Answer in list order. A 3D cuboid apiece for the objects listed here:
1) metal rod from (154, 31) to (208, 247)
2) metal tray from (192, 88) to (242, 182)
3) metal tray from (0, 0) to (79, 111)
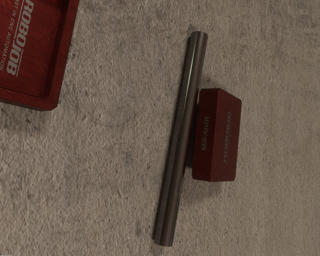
[{"bbox_3d":[0.031,0.009,0.433,0.025,0.025,0.299,18,79,-39],"label":"metal rod"},{"bbox_3d":[0.087,0.013,0.463,0.090,0.030,0.129,13,82,-55],"label":"metal tray"},{"bbox_3d":[-0.133,-0.088,0.290,0.091,0.030,0.129,15,80,-39],"label":"metal tray"}]
